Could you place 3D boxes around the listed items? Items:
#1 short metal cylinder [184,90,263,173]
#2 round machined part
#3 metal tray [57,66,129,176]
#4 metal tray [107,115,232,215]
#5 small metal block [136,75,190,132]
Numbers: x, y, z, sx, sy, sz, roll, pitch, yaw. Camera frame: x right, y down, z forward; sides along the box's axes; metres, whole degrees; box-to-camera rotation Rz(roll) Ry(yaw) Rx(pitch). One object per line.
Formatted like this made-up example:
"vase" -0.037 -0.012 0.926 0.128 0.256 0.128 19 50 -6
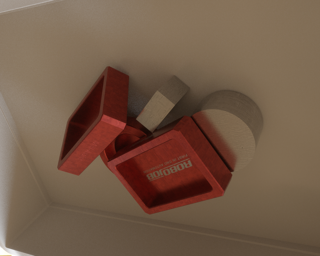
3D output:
"short metal cylinder" 0.072 0.004 0.353 0.080 0.050 0.079 13 124 20
"round machined part" -0.034 0.027 0.430 0.098 0.042 0.097 13 124 20
"metal tray" -0.088 -0.007 0.403 0.030 0.090 0.129 24 134 -28
"metal tray" 0.007 0.050 0.368 0.130 0.030 0.090 -28 103 41
"small metal block" 0.004 -0.029 0.368 0.025 0.050 0.050 40 127 1
